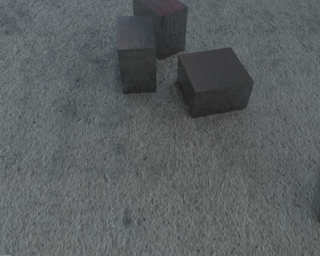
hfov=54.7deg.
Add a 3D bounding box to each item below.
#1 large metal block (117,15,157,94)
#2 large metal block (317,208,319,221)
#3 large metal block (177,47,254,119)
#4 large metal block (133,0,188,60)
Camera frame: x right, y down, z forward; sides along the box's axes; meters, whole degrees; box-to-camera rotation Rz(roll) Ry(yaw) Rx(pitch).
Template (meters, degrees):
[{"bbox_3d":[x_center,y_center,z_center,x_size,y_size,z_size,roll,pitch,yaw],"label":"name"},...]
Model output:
[{"bbox_3d":[-0.034,-0.108,0.458,0.050,0.080,0.080,-4,50,-3],"label":"large metal block"},{"bbox_3d":[0.225,0.072,0.328,0.080,0.050,0.080,22,53,17],"label":"large metal block"},{"bbox_3d":[0.075,-0.066,0.443,0.081,0.050,0.080,-11,51,-9],"label":"large metal block"},{"bbox_3d":[-0.001,-0.174,0.513,0.050,0.080,0.080,-28,56,-21],"label":"large metal block"}]
